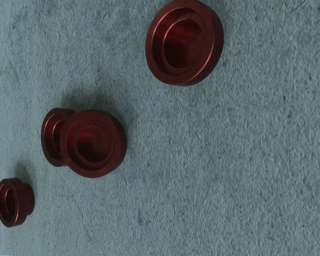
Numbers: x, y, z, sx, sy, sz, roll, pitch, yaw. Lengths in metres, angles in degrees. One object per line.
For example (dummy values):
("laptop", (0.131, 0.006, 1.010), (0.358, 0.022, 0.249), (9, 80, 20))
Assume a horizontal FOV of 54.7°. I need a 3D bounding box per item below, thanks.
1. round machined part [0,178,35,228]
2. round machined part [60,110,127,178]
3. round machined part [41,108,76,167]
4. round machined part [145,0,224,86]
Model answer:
("round machined part", (-0.294, 0.151, 0.638), (0.098, 0.042, 0.097), (0, 90, 40))
("round machined part", (-0.093, 0.021, 0.457), (0.098, 0.042, 0.097), (1, 95, 17))
("round machined part", (-0.156, 0.015, 0.523), (0.098, 0.042, 0.097), (0, 90, 40))
("round machined part", (0.032, -0.098, 0.367), (0.098, 0.042, 0.097), (0, 90, 40))
